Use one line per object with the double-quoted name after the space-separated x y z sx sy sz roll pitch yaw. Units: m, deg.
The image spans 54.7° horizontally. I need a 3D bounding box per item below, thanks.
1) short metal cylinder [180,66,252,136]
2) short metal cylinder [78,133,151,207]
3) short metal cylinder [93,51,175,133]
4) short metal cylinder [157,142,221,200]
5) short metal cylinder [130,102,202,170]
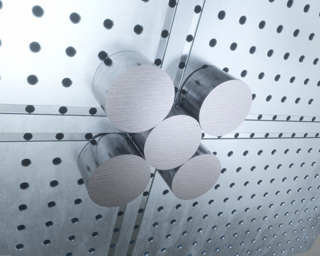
0.074 -0.036 0.413 0.081 0.050 0.079 -14 125 -21 "short metal cylinder"
-0.059 0.054 0.396 0.081 0.050 0.079 -14 125 -21 "short metal cylinder"
-0.030 -0.041 0.353 0.081 0.050 0.079 -14 125 -21 "short metal cylinder"
0.042 0.058 0.455 0.081 0.050 0.079 -14 125 -21 "short metal cylinder"
0.007 0.007 0.404 0.081 0.050 0.079 -14 125 -21 "short metal cylinder"
